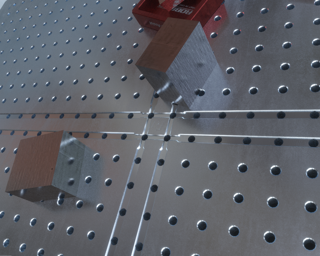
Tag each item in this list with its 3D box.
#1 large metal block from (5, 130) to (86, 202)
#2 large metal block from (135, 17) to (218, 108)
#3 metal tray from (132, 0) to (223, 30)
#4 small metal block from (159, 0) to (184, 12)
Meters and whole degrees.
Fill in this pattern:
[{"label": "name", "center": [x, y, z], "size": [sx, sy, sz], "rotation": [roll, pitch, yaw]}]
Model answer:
[{"label": "large metal block", "center": [-0.161, 0.056, 0.442], "size": [0.080, 0.050, 0.080], "rotation": [-11, 57, 22]}, {"label": "large metal block", "center": [0.025, -0.086, 0.412], "size": [0.050, 0.080, 0.080], "rotation": [22, 74, 36]}, {"label": "metal tray", "center": [0.026, -0.203, 0.515], "size": [0.130, 0.030, 0.090], "rotation": [30, 78, 37]}, {"label": "small metal block", "center": [0.021, -0.230, 0.507], "size": [0.050, 0.025, 0.050], "rotation": [-27, 65, 30]}]
